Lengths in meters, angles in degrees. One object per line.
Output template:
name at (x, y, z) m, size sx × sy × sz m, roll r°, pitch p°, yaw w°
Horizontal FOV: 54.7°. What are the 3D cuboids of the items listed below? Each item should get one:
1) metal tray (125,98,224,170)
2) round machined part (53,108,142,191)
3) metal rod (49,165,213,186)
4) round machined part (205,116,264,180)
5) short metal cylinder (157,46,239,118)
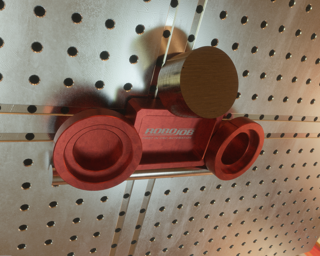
metal tray at (0.014, 0.009, 0.416) m, size 0.131 × 0.030 × 0.089 m, roll 0°, pitch 119°, yaw -29°
round machined part at (-0.074, 0.022, 0.362) m, size 0.099 × 0.042 × 0.097 m, roll -8°, pitch 118°, yaw -16°
metal rod at (0.001, 0.059, 0.444) m, size 0.303 × 0.025 × 0.025 m, roll 1°, pitch 118°, yaw -29°
round machined part at (0.105, 0.026, 0.463) m, size 0.099 × 0.042 × 0.097 m, roll -19°, pitch 127°, yaw -27°
short metal cylinder at (0.044, -0.051, 0.364) m, size 0.081 × 0.050 × 0.079 m, roll -1°, pitch 93°, yaw -29°
